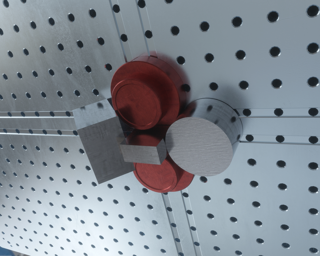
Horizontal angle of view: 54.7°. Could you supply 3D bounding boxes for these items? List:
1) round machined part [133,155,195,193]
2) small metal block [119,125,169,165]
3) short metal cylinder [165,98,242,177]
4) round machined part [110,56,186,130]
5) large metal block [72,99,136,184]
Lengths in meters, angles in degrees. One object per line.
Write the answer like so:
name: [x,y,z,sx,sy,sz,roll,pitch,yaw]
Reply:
round machined part: [0.001,0.051,0.432,0.098,0.042,0.097,13,124,21]
small metal block: [-0.014,0.019,0.386,0.050,0.050,0.025,2,119,27]
short metal cylinder: [0.053,0.011,0.372,0.080,0.050,0.079,13,124,21]
round machined part: [-0.021,-0.037,0.389,0.098,0.042,0.097,13,124,21]
large metal block: [-0.077,0.015,0.418,0.050,0.080,0.080,-20,115,-12]
